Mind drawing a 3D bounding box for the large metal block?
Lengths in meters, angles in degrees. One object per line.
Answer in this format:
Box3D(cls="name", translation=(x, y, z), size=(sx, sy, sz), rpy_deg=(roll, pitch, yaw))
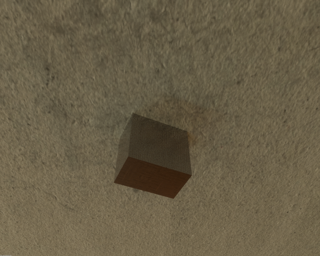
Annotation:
Box3D(cls="large metal block", translation=(-0.009, 0.035, 0.401), size=(0.081, 0.080, 0.050), rpy_deg=(19, 128, -16))
